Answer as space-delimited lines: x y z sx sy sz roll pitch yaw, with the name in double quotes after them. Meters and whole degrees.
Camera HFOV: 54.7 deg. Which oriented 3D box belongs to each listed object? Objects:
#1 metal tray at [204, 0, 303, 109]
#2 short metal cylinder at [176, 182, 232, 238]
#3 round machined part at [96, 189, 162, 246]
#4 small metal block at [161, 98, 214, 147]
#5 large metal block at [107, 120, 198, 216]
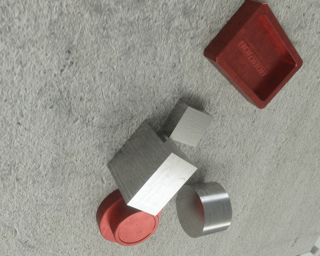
0.130 -0.094 0.418 0.130 0.030 0.090 34 99 -39 "metal tray"
0.068 0.127 0.489 0.050 0.080 0.079 -2 120 -28 "short metal cylinder"
-0.041 0.135 0.459 0.099 0.042 0.097 -14 125 -21 "round machined part"
0.038 -0.006 0.426 0.050 0.025 0.050 20 108 -36 "small metal block"
-0.013 0.049 0.396 0.080 0.080 0.050 -50 129 7 "large metal block"
